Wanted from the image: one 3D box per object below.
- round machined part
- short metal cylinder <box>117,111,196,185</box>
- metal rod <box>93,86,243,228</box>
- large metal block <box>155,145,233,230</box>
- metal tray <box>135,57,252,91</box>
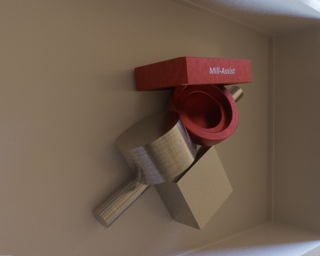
[{"bbox_3d":[0.054,-0.020,0.423,0.099,0.042,0.098,10,62,-20],"label":"round machined part"},{"bbox_3d":[-0.004,0.022,0.368,0.080,0.080,0.050,-41,115,-33],"label":"short metal cylinder"},{"bbox_3d":[0.030,0.022,0.432,0.302,0.025,0.025,-40,115,-33],"label":"metal rod"},{"bbox_3d":[0.046,0.078,0.428,0.080,0.050,0.080,-40,115,-33],"label":"large metal block"},{"bbox_3d":[0.045,-0.068,0.400,0.131,0.090,0.030,-9,96,-40],"label":"metal tray"}]
